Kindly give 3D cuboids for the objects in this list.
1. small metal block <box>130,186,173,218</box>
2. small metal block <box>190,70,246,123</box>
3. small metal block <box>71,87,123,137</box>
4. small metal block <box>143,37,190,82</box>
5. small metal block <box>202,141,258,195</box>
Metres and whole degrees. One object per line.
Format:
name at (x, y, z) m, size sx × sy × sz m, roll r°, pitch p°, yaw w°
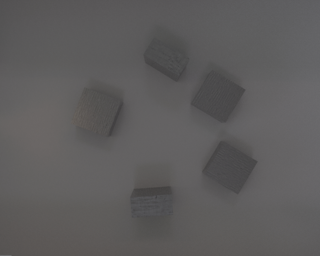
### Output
small metal block at (-0.010, 0.094, 0.399) m, size 0.050 × 0.050 × 0.025 m, roll -4°, pitch 90°, yaw 0°
small metal block at (0.076, -0.041, 0.412) m, size 0.050 × 0.025 × 0.050 m, roll 31°, pitch 90°, yaw 0°
small metal block at (-0.082, -0.021, 0.411) m, size 0.050 × 0.025 × 0.050 m, roll 21°, pitch 90°, yaw 0°
small metal block at (0.008, -0.086, 0.399) m, size 0.050 × 0.050 × 0.025 m, roll 32°, pitch 90°, yaw 0°
small metal block at (0.092, 0.052, 0.412) m, size 0.050 × 0.025 × 0.050 m, roll 31°, pitch 90°, yaw 0°
